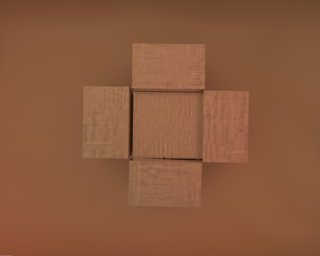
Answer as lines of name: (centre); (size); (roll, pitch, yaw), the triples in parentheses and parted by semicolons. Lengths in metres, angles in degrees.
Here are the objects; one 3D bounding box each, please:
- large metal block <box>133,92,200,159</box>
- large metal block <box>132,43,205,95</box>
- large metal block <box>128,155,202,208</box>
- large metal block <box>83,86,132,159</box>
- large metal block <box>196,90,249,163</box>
large metal block: (0.008, -0.004, 0.396); (0.081, 0.050, 0.080); (1, 90, 0)
large metal block: (0.010, -0.068, 0.382); (0.081, 0.080, 0.050); (1, 90, 0)
large metal block: (0.006, 0.062, 0.382); (0.081, 0.080, 0.050); (2, 90, 0)
large metal block: (-0.060, -0.007, 0.382); (0.050, 0.080, 0.080); (1, 90, 0)
large metal block: (0.073, -0.002, 0.383); (0.050, 0.080, 0.080); (1, 90, 0)
